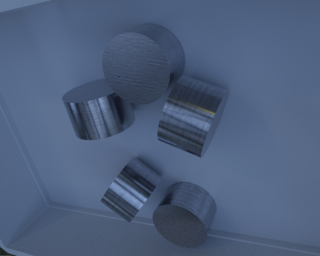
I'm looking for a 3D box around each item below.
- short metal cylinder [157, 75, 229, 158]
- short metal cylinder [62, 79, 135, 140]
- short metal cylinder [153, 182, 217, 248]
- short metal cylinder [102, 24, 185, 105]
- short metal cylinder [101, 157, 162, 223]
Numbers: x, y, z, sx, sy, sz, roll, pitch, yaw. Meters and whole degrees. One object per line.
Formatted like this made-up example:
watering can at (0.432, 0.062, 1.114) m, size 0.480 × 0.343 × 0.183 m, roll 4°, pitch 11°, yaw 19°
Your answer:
short metal cylinder at (0.038, -0.013, 0.344) m, size 0.050 × 0.080 × 0.079 m, roll 22°, pitch 127°, yaw 14°
short metal cylinder at (-0.077, -0.026, 0.396) m, size 0.080 × 0.080 × 0.050 m, roll 2°, pitch 119°, yaw 27°
short metal cylinder at (0.036, 0.126, 0.450) m, size 0.080 × 0.050 × 0.079 m, roll 13°, pitch 124°, yaw 20°
short metal cylinder at (-0.018, -0.073, 0.352) m, size 0.080 × 0.050 × 0.079 m, roll 11°, pitch 121°, yaw 19°
short metal cylinder at (-0.040, 0.088, 0.447) m, size 0.050 × 0.080 × 0.079 m, roll 36°, pitch 129°, yaw 4°
